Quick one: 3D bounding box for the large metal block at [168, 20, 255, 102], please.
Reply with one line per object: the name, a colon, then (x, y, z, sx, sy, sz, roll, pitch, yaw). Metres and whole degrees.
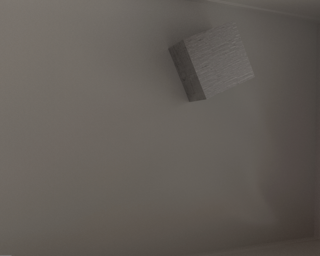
large metal block: (0.070, -0.089, 0.422, 0.080, 0.050, 0.080, -25, 99, -18)
